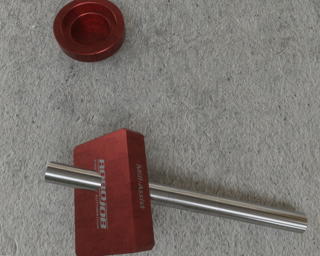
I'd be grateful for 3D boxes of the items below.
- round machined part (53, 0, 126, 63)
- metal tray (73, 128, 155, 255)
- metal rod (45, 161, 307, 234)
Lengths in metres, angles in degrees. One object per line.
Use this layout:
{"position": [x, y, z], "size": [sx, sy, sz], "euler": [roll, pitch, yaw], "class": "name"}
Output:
{"position": [-0.099, -0.136, 0.448], "size": [0.099, 0.042, 0.098], "euler": [0, 70, 0], "class": "round machined part"}
{"position": [-0.056, 0.074, 0.352], "size": [0.090, 0.030, 0.130], "euler": [-20, 66, 32], "class": "metal tray"}
{"position": [0.021, 0.081, 0.360], "size": [0.302, 0.025, 0.025], "euler": [12, 70, -3], "class": "metal rod"}
